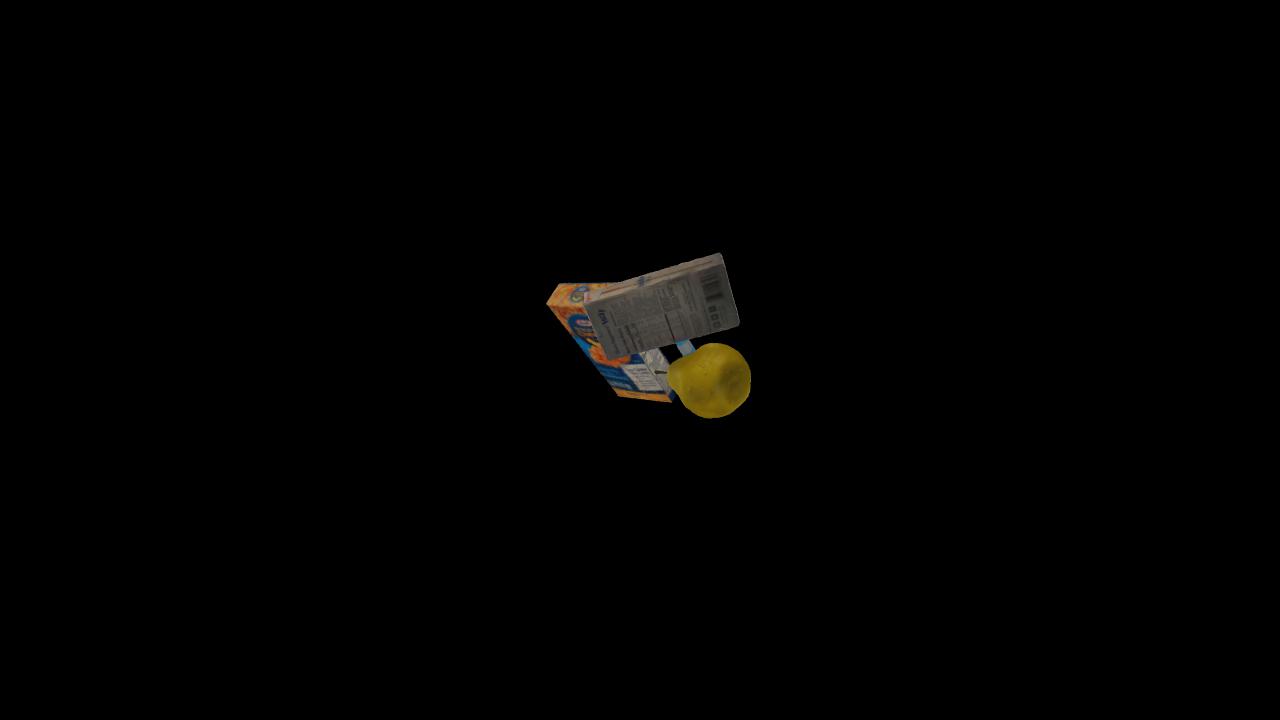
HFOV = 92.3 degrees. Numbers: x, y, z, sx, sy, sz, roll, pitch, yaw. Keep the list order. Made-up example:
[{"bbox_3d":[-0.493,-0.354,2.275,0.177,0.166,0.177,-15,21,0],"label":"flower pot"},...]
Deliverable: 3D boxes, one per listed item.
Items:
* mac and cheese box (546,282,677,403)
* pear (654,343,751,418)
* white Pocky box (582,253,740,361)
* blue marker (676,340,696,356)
[{"bbox_3d":[-0.027,-0.018,0.751,0.093,0.041,0.184,6,-35,38],"label":"mac and cheese box"},{"bbox_3d":[0.064,0.018,0.653,0.080,0.080,0.111,0,11,-34],"label":"pear"},{"bbox_3d":[0.024,-0.055,0.663,0.154,0.084,0.028,-15,38,9],"label":"white Pocky box"},{"bbox_3d":[0.067,0.000,0.760,0.020,0.121,0.020,-26,31,17],"label":"blue marker"}]
